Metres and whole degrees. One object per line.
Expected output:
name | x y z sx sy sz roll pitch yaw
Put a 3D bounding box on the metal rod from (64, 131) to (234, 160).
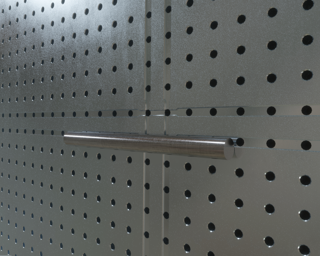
metal rod | -0.039 0.021 0.439 0.300 0.025 0.025 1 91 39
